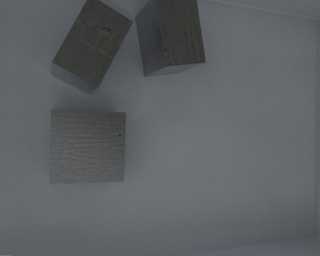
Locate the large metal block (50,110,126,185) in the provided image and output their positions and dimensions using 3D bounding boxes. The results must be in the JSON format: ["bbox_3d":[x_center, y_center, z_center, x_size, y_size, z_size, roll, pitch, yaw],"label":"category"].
[{"bbox_3d":[-0.087,0.021,0.365,0.081,0.050,0.080,1,90,-20],"label":"large metal block"}]

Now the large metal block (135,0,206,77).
[{"bbox_3d":[0.010,-0.111,0.385,0.050,0.080,0.080,-10,94,-20],"label":"large metal block"}]

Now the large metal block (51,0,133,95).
[{"bbox_3d":[-0.080,-0.088,0.351,0.050,0.080,0.080,28,81,-18],"label":"large metal block"}]
